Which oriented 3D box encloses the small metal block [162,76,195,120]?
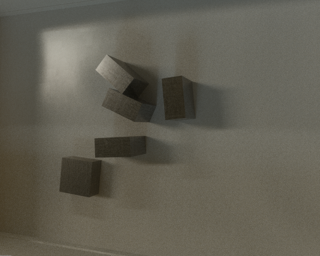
[{"bbox_3d":[0.024,-0.035,0.388,0.025,0.050,0.050,-6,88,20],"label":"small metal block"}]

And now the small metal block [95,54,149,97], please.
[{"bbox_3d":[-0.049,-0.068,0.413,0.050,0.050,0.025,42,103,15],"label":"small metal block"}]

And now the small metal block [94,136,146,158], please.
[{"bbox_3d":[-0.052,0.025,0.414,0.050,0.050,0.025,-3,89,19],"label":"small metal block"}]

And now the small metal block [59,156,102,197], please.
[{"bbox_3d":[-0.115,0.069,0.450,0.050,0.025,0.050,6,92,19],"label":"small metal block"}]

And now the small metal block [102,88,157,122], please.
[{"bbox_3d":[-0.040,-0.029,0.410,0.050,0.050,0.025,26,99,18],"label":"small metal block"}]
